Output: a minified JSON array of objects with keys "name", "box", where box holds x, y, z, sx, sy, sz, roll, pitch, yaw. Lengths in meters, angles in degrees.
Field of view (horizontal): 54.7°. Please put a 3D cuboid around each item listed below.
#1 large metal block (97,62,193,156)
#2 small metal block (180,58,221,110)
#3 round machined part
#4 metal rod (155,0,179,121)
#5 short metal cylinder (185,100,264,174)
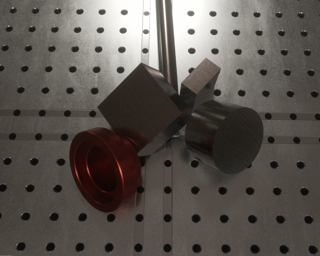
[{"name":"large metal block","box":[-0.017,-0.021,0.388,0.080,0.050,0.080,-42,73,17]},{"name":"small metal block","box":[0.053,-0.059,0.421,0.025,0.050,0.050,40,75,13]},{"name":"round machined part","box":[-0.061,0.046,0.366,0.042,0.097,0.098,-20,67,-46]},{"name":"metal rod","box":[0.008,-0.145,0.464,0.025,0.025,0.299,-2,70,-1]},{"name":"short metal cylinder","box":[0.077,0.009,0.373,0.080,0.080,0.050,-44,33,-14]}]
